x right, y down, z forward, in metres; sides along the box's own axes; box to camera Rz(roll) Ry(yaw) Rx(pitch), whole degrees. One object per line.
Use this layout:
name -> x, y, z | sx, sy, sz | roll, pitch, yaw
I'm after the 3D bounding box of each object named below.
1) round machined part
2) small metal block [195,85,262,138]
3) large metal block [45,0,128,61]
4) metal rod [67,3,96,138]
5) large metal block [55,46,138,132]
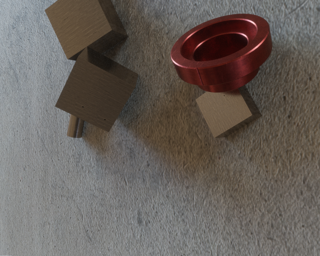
round machined part -> 0.064, -0.073, 0.318 | 0.098, 0.098, 0.042 | 13, 142, 39
small metal block -> 0.075, -0.023, 0.343 | 0.050, 0.025, 0.050 | -36, 68, 34
large metal block -> -0.106, -0.153, 0.453 | 0.080, 0.050, 0.080 | -27, 87, 20
metal rod -> -0.114, -0.130, 0.498 | 0.025, 0.025, 0.298 | 20, 103, 38
large metal block -> -0.087, -0.053, 0.432 | 0.080, 0.080, 0.050 | -56, 15, 25
